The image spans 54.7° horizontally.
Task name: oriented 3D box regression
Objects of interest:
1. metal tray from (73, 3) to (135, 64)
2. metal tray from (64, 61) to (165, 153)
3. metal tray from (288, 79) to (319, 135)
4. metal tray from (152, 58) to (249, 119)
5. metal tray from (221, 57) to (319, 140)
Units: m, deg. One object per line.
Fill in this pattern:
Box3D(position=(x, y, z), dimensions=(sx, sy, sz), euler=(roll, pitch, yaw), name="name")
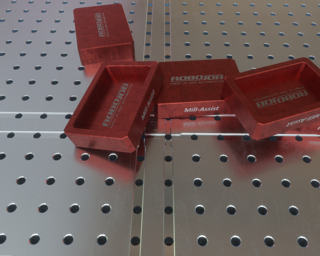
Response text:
Box3D(position=(-0.101, -0.169, 0.545), dimensions=(0.091, 0.030, 0.130), euler=(-10, 51, -9), name="metal tray")
Box3D(position=(-0.056, -0.033, 0.408), dimensions=(0.090, 0.030, 0.130), euler=(5, 55, 23), name="metal tray")
Box3D(position=(0.241, -0.031, 0.433), dimensions=(0.131, 0.030, 0.090), euler=(9, 50, 6), name="metal tray")
Box3D(position=(0.053, -0.060, 0.456), dimensions=(0.131, 0.030, 0.090), euler=(-4, 50, -4), name="metal tray")
Box3D(position=(0.158, -0.042, 0.401), dimensions=(0.131, 0.030, 0.090), euler=(-15, 52, -13), name="metal tray")
